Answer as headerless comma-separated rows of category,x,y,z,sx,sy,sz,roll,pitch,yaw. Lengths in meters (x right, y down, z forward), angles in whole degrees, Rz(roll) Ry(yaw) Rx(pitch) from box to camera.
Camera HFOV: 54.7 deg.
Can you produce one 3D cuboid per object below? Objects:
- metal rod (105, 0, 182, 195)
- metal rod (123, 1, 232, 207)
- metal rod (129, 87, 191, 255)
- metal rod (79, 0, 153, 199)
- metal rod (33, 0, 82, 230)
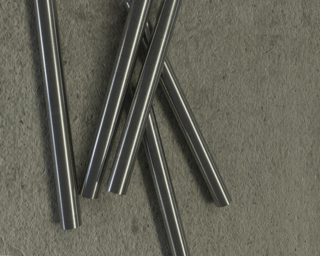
metal rod,-0.011,-0.068,0.376,0.025,0.025,0.299,18,84,-19
metal rod,0.028,-0.027,0.418,0.025,0.025,0.299,-28,99,-18
metal rod,0.008,0.091,0.411,0.025,0.025,0.298,-16,96,-19
metal rod,-0.047,-0.062,0.374,0.025,0.025,0.298,15,91,-20
metal rod,-0.121,-0.031,0.364,0.025,0.025,0.298,-7,92,-20
